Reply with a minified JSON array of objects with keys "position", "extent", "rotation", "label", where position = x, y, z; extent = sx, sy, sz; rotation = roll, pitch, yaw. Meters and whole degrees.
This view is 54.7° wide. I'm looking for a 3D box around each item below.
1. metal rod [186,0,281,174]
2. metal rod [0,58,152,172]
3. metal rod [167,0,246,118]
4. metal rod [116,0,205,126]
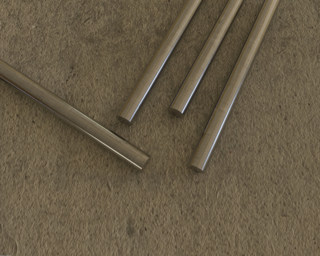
[{"position":[0.110,-0.075,0.435],"extent":[0.025,0.025,0.300],"rotation":[25,72,8],"label":"metal rod"},{"position":[-0.143,-0.032,0.418],"extent":[0.301,0.025,0.025],"rotation":[32,73,11],"label":"metal rod"},{"position":[0.090,-0.145,0.461],"extent":[0.025,0.025,0.300],"rotation":[26,72,9],"label":"metal rod"},{"position":[0.021,-0.135,0.457],"extent":[0.025,0.025,0.300],"rotation":[26,72,9],"label":"metal rod"}]
